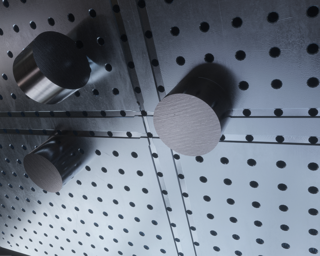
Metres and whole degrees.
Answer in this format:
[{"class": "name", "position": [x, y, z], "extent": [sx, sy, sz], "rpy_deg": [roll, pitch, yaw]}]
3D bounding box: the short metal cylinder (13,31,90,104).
[{"class": "short metal cylinder", "position": [-0.139, -0.077, 0.401], "extent": [0.050, 0.080, 0.080], "rpy_deg": [-24, 106, 36]}]

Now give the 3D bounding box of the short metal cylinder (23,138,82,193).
[{"class": "short metal cylinder", "position": [-0.184, 0.063, 0.531], "extent": [0.080, 0.050, 0.079], "rpy_deg": [13, 124, 21]}]

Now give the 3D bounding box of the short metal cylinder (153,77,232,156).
[{"class": "short metal cylinder", "position": [0.039, -0.014, 0.366], "extent": [0.080, 0.050, 0.079], "rpy_deg": [13, 124, 20]}]
